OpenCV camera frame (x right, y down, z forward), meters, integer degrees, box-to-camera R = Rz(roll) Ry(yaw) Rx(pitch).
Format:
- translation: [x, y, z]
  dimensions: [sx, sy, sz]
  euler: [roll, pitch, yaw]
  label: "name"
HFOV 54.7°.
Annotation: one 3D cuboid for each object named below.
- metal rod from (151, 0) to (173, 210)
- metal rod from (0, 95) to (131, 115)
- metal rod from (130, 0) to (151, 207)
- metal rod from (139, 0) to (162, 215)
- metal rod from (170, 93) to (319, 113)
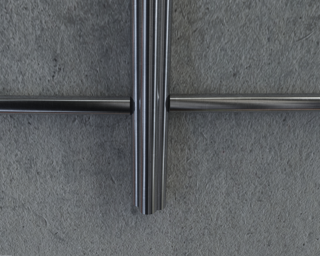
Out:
- translation: [0.000, -0.026, 0.402]
  dimensions: [0.025, 0.025, 0.298]
  euler: [1, 110, -1]
  label: "metal rod"
- translation: [-0.189, -0.030, 0.397]
  dimensions: [0.302, 0.025, 0.025]
  euler: [0, 110, -1]
  label: "metal rod"
- translation: [-0.025, -0.032, 0.400]
  dimensions: [0.025, 0.025, 0.298]
  euler: [1, 110, -1]
  label: "metal rod"
- translation: [-0.013, -0.026, 0.380]
  dimensions: [0.025, 0.025, 0.298]
  euler: [1, 110, -1]
  label: "metal rod"
- translation: [0.164, -0.033, 0.401]
  dimensions: [0.302, 0.025, 0.025]
  euler: [0, 110, -1]
  label: "metal rod"
